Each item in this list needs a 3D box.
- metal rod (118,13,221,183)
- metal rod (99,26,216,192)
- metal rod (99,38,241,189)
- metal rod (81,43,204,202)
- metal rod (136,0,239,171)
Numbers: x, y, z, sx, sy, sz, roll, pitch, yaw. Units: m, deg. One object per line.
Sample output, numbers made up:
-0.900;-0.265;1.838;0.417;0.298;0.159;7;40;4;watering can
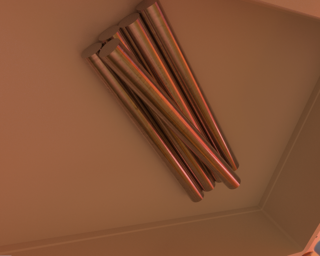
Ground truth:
0.034;-0.016;0.415;0.025;0.025;0.300;-37;129;-3;metal rod
0.013;-0.002;0.413;0.025;0.025;0.300;-37;129;-3;metal rod
0.033;0.004;0.394;0.025;0.025;0.300;-44;129;2;metal rod
-0.005;0.015;0.414;0.025;0.025;0.300;-37;129;-3;metal rod
0.052;-0.033;0.415;0.025;0.025;0.300;-37;129;-3;metal rod
